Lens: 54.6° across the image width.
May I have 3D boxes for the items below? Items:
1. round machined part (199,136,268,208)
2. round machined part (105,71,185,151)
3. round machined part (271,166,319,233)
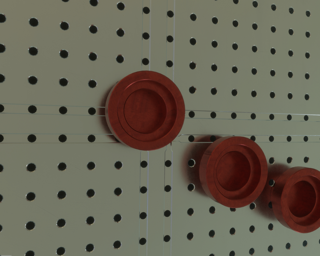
[{"bbox_3d":[0.099,0.060,0.440,0.099,0.042,0.097,0,90,-20],"label":"round machined part"},{"bbox_3d":[-0.021,-0.021,0.396,0.099,0.042,0.097,0,90,-20],"label":"round machined part"},{"bbox_3d":[0.213,0.108,0.482,0.099,0.042,0.097,0,90,-20],"label":"round machined part"}]
